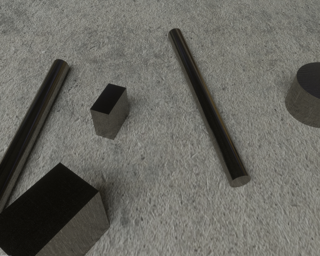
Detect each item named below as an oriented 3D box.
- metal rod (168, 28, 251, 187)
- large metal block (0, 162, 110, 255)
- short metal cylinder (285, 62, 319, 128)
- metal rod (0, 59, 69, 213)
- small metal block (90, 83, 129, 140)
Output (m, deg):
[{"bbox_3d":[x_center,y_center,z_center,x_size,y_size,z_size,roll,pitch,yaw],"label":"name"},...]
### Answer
[{"bbox_3d":[0.059,-0.051,0.446,0.025,0.025,0.300,-9,51,-8],"label":"metal rod"},{"bbox_3d":[-0.097,0.093,0.288,0.050,0.080,0.080,30,56,22],"label":"large metal block"},{"bbox_3d":[0.222,-0.046,0.429,0.081,0.050,0.080,0,50,0],"label":"short metal cylinder"},{"bbox_3d":[-0.171,0.017,0.386,0.025,0.025,0.300,5,50,4],"label":"metal rod"},{"bbox_3d":[-0.064,-0.021,0.404,0.025,0.050,0.050,16,52,13],"label":"small metal block"}]
